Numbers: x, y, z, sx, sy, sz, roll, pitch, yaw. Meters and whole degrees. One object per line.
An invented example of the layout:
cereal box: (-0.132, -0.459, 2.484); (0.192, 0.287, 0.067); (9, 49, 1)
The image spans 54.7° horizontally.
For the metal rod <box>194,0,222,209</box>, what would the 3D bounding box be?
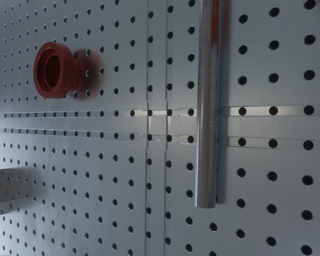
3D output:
metal rod: (0.057, -0.057, 0.362); (0.025, 0.025, 0.298); (3, 92, 40)

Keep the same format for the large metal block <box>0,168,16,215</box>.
large metal block: (-0.380, 0.150, 0.707); (0.080, 0.050, 0.080); (-42, 65, 32)

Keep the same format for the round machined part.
round machined part: (-0.179, -0.099, 0.546); (0.098, 0.042, 0.097); (0, 90, 40)
